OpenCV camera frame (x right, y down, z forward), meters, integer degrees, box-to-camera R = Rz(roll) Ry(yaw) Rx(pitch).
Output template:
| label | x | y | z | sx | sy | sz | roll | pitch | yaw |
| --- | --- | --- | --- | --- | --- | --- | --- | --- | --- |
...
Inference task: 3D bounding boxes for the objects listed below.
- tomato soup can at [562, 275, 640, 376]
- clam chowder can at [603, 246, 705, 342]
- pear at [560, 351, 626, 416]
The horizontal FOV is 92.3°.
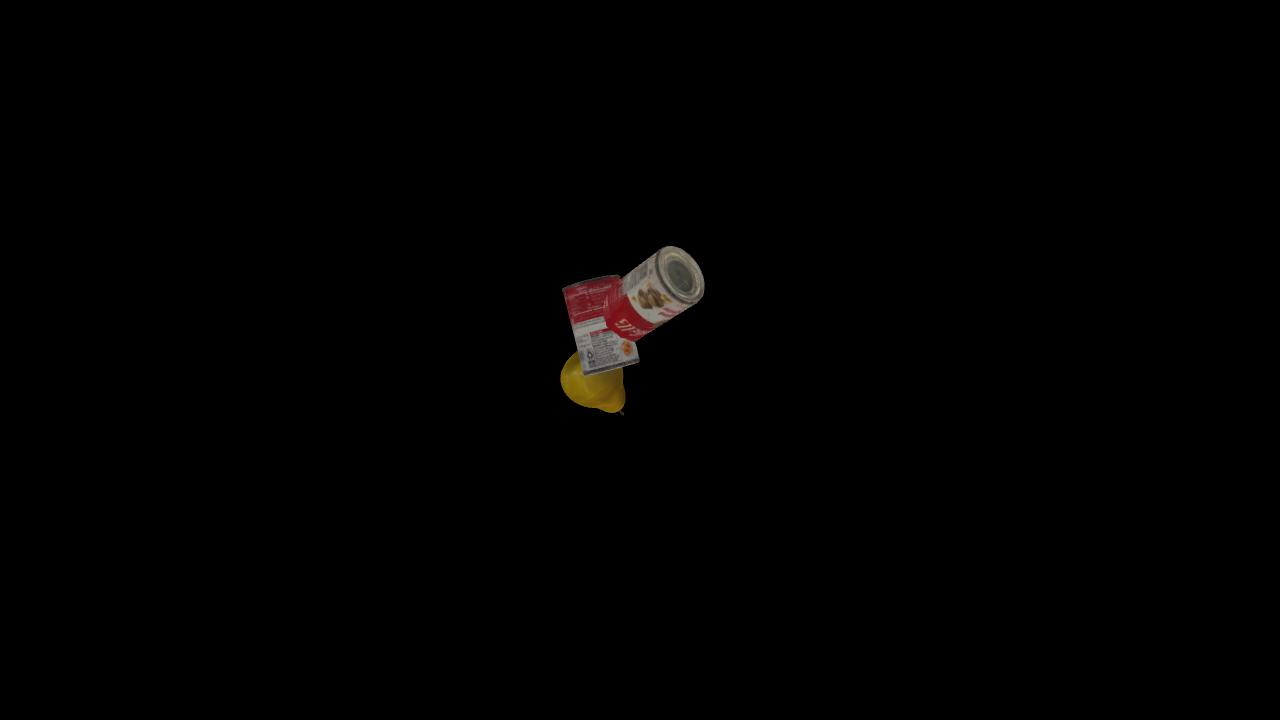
| label | x | y | z | sx | sy | sz | roll | pitch | yaw |
| --- | --- | --- | --- | --- | --- | --- | --- | --- | --- |
| tomato soup can | -0.043 | -0.038 | 0.692 | 0.068 | 0.101 | 0.068 | -14 | 0 | 0 |
| clam chowder can | 0.011 | -0.069 | 0.654 | 0.068 | 0.068 | 0.102 | 0 | -22 | -43 |
| pear | -0.046 | 0.038 | 0.767 | 0.111 | 0.080 | 0.080 | 48 | -25 | -25 |
